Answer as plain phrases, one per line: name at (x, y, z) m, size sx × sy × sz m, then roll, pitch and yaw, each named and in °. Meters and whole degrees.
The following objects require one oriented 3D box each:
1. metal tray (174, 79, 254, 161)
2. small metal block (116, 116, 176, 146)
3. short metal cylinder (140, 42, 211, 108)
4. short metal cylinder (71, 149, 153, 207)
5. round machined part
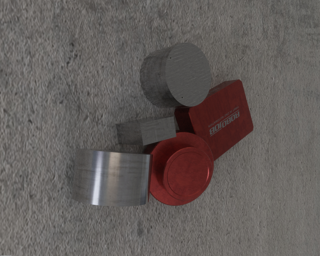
metal tray at (0.088, -0.011, 0.475) m, size 0.131 × 0.030 × 0.090 m, roll -31°, pitch 109°, yaw -36°
small metal block at (-0.017, 0.003, 0.374) m, size 0.050 × 0.050 × 0.025 m, roll -13°, pitch 99°, yaw -39°
short metal cylinder at (0.021, -0.067, 0.406) m, size 0.081 × 0.050 × 0.080 m, roll 0°, pitch 90°, yaw -40°
short metal cylinder at (-0.050, 0.050, 0.327) m, size 0.081 × 0.080 × 0.050 m, roll 8°, pitch 85°, yaw -40°
round machined part at (0.027, 0.054, 0.397) m, size 0.099 × 0.042 × 0.097 m, roll -4°, pitch 99°, yaw -22°
